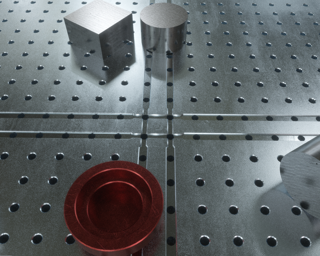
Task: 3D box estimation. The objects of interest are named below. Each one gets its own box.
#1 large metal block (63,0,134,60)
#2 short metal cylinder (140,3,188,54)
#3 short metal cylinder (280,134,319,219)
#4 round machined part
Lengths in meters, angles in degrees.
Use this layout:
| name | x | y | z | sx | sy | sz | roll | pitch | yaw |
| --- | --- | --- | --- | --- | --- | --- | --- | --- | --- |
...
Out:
| name | x | y | z | sx | sy | sz | roll | pitch | yaw |
| --- | --- | --- | --- | --- | --- | --- | --- | --- | --- |
| large metal block | -0.103 | -0.173 | 0.536 | 0.080 | 0.050 | 0.080 | 30 | 56 | 23 |
| short metal cylinder | 0.007 | -0.174 | 0.537 | 0.081 | 0.050 | 0.080 | 0 | 50 | 0 |
| short metal cylinder | 0.178 | 0.051 | 0.330 | 0.050 | 0.080 | 0.080 | -25 | 55 | -20 |
| round machined part | -0.046 | 0.086 | 0.324 | 0.099 | 0.042 | 0.098 | 0 | 50 | 0 |
